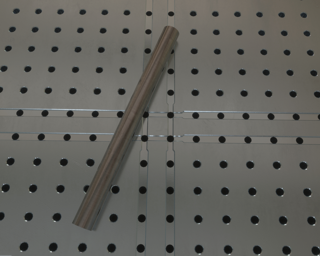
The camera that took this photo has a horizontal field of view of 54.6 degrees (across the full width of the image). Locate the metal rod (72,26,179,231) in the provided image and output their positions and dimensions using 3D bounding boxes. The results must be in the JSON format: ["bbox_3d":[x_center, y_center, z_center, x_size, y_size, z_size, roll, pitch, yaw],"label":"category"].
[{"bbox_3d":[-0.038,-0.013,0.416,0.025,0.025,0.300,20,71,7],"label":"metal rod"}]
